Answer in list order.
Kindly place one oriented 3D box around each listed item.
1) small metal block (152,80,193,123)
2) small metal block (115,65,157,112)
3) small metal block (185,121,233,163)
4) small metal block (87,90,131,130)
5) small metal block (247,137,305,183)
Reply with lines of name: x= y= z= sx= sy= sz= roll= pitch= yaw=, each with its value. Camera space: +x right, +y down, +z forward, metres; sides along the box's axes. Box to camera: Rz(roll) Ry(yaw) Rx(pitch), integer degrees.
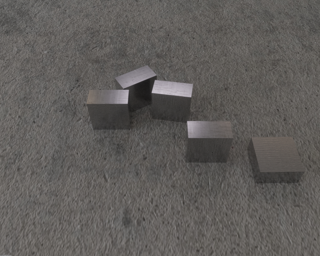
small metal block: x=0.016 y=-0.035 z=0.416 sx=0.050 sy=0.050 sz=0.025 roll=7 pitch=51 yaw=6
small metal block: x=-0.032 y=-0.053 z=0.431 sx=0.050 sy=0.050 sz=0.025 roll=-26 pitch=55 yaw=-20
small metal block: x=0.057 y=0.017 z=0.372 sx=0.050 sy=0.050 sz=0.025 roll=0 pitch=50 yaw=0
small metal block: x=-0.065 y=-0.023 z=0.406 sx=0.050 sy=0.050 sz=0.025 roll=0 pitch=50 yaw=0
small metal block: x=0.137 y=0.038 z=0.372 sx=0.050 sy=0.025 sz=0.050 roll=0 pitch=50 yaw=-1
